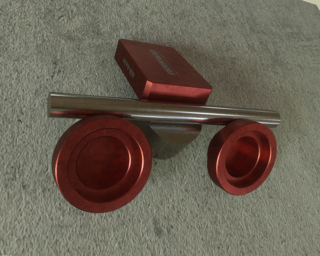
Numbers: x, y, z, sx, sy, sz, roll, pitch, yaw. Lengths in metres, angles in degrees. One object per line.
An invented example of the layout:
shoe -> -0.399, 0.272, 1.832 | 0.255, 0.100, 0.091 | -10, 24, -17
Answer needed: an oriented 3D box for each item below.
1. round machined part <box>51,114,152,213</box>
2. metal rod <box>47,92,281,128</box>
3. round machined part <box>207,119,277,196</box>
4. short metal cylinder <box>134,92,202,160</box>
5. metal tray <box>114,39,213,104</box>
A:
round machined part -> -0.061, 0.034, 0.321 | 0.099, 0.042, 0.097 | -6, 103, -28
metal rod -> 0.027, -0.018, 0.369 | 0.303, 0.025, 0.025 | 2, 61, -28
round machined part -> 0.102, 0.035, 0.407 | 0.099, 0.042, 0.097 | -8, 108, -26
short metal cylinder -> 0.006, -0.005, 0.398 | 0.081, 0.050, 0.080 | 14, 56, -21
metal tray -> 0.000, -0.075, 0.415 | 0.091, 0.030, 0.130 | 2, 35, -28
